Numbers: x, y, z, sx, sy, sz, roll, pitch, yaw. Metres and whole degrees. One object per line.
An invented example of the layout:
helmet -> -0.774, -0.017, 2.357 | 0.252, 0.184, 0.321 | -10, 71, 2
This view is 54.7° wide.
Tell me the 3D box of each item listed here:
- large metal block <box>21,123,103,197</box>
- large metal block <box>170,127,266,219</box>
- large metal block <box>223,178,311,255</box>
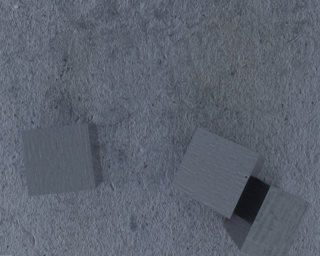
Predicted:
large metal block -> -0.122, 0.038, 0.396 | 0.080, 0.050, 0.080 | -7, 90, 0
large metal block -> 0.072, 0.054, 0.382 | 0.080, 0.050, 0.080 | 25, 90, 28
large metal block -> 0.127, 0.109, 0.382 | 0.050, 0.080, 0.080 | 25, 90, -3
